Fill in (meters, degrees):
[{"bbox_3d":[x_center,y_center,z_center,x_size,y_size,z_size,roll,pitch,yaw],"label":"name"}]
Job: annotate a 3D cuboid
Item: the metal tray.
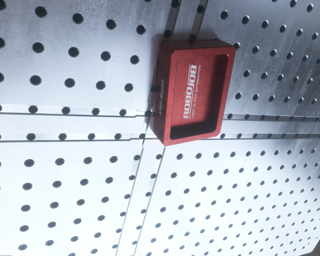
[{"bbox_3d":[0.043,-0.044,0.402,0.091,0.030,0.129,-10,123,-23],"label":"metal tray"}]
